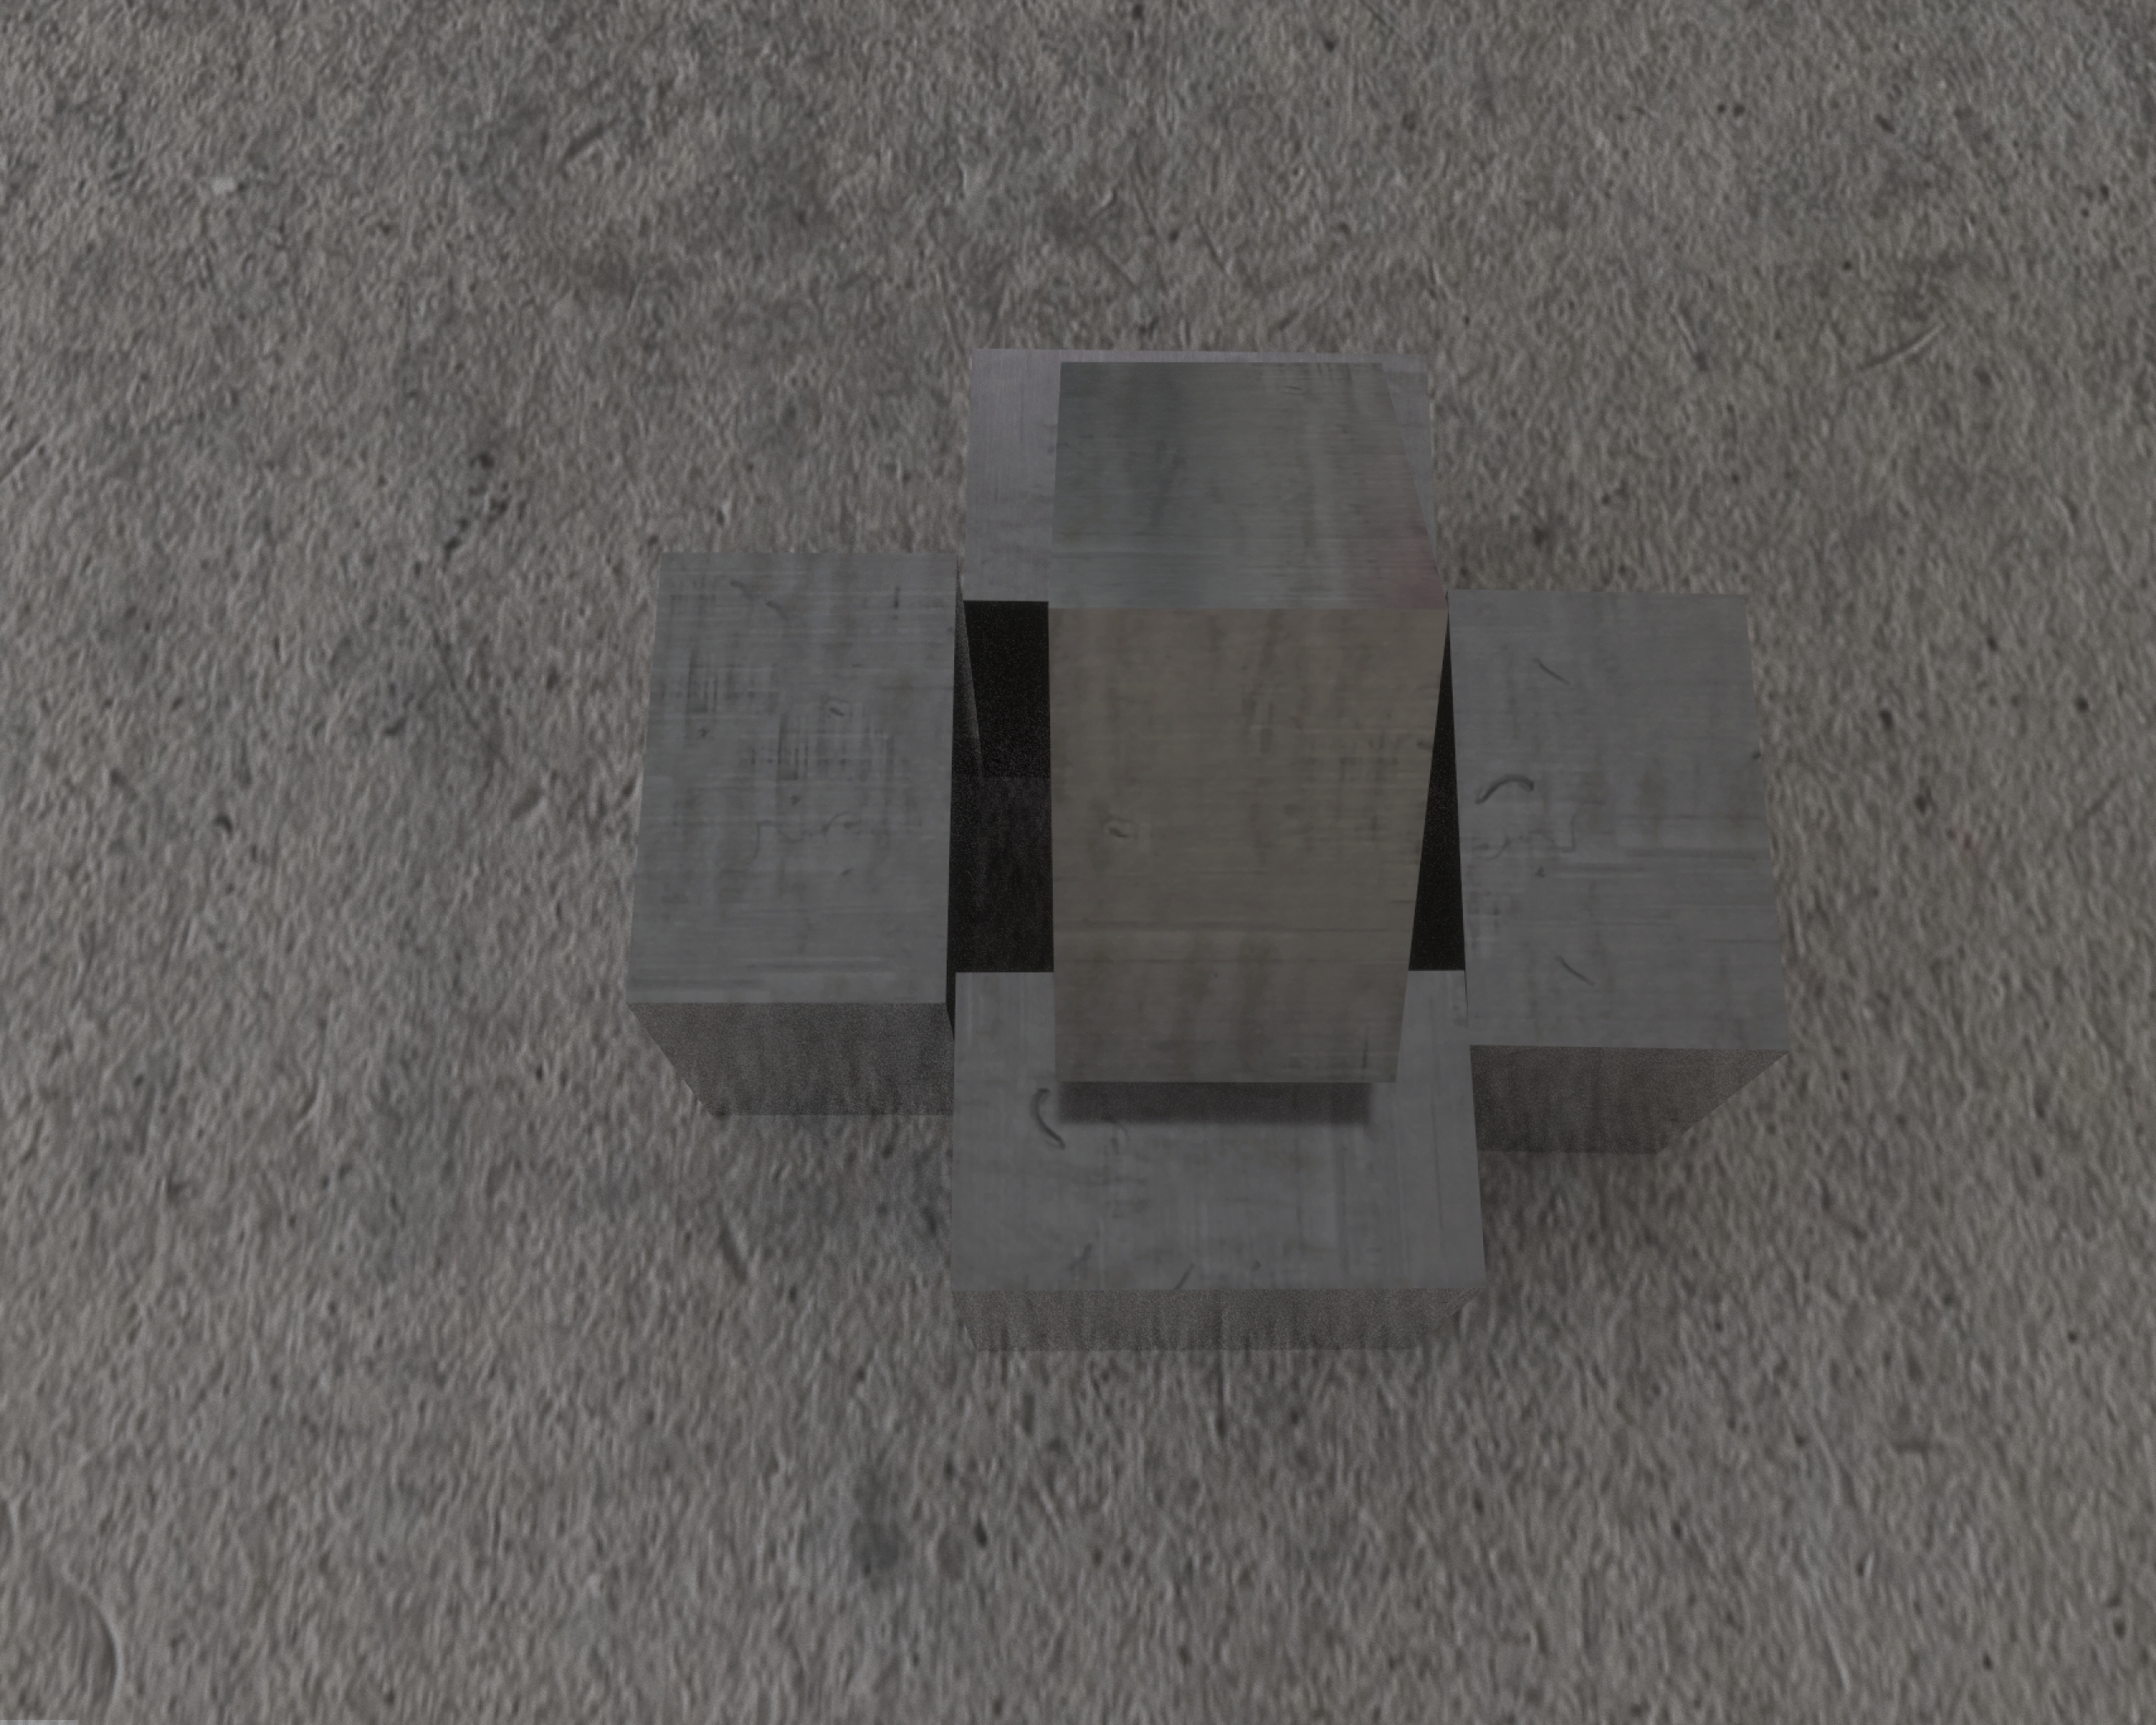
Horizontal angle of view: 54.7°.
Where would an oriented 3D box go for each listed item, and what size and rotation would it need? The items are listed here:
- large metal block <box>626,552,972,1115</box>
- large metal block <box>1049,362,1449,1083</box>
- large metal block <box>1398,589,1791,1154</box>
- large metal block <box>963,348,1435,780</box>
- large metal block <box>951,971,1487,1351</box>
[{"bbox_3d":[-0.046,-0.002,0.379,0.050,0.080,0.080,0,70,0],"label":"large metal block"},{"bbox_3d":[0.022,-0.023,0.318,0.050,0.079,0.080,0,36,1],"label":"large metal block"},{"bbox_3d":[0.087,0.005,0.378,0.050,0.080,0.080,1,70,0],"label":"large metal block"},{"bbox_3d":[0.021,-0.054,0.399,0.080,0.080,0.050,1,70,0],"label":"large metal block"},{"bbox_3d":[0.021,0.054,0.359,0.081,0.080,0.050,0,70,0],"label":"large metal block"}]
